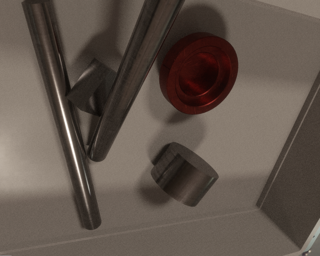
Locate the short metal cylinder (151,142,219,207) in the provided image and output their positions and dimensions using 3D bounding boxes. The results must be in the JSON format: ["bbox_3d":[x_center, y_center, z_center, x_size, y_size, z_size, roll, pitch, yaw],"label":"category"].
[{"bbox_3d":[0.034,0.064,0.433,0.080,0.080,0.050,28,103,-38],"label":"short metal cylinder"}]

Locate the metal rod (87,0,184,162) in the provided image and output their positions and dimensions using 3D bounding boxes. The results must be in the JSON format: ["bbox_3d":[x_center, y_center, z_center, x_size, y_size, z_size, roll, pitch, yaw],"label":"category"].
[{"bbox_3d":[-0.025,-0.046,0.274,0.025,0.025,0.298,-4,150,-27],"label":"metal rod"}]

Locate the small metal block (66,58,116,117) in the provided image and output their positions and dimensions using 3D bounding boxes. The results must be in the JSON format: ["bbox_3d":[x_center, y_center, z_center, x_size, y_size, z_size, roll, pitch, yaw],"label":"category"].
[{"bbox_3d":[-0.064,-0.041,0.335,0.050,0.025,0.050,-53,157,5],"label":"small metal block"}]

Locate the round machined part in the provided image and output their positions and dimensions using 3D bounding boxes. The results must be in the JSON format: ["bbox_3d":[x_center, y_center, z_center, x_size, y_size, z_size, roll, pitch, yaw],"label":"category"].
[{"bbox_3d":[0.043,-0.069,0.380,0.099,0.042,0.097,-14,125,-21],"label":"round machined part"}]

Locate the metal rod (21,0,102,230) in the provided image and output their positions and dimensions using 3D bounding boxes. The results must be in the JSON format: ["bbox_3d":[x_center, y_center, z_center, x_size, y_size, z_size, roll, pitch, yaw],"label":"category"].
[{"bbox_3d":[-0.103,0.011,0.359,0.025,0.025,0.298,-17,125,-19],"label":"metal rod"}]
